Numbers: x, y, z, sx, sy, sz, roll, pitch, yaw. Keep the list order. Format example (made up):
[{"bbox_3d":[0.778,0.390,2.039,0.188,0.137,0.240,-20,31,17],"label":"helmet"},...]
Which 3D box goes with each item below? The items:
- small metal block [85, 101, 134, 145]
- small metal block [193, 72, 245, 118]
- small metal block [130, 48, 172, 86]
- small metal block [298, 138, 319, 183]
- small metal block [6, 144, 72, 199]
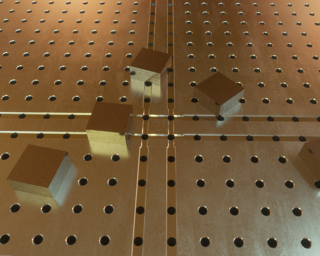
[{"bbox_3d":[-0.065,-0.007,0.413,0.050,0.025,0.050,6,50,5],"label":"small metal block"},{"bbox_3d":[0.085,-0.050,0.450,0.050,0.025,0.050,-34,58,-25],"label":"small metal block"},{"bbox_3d":[-0.014,-0.097,0.490,0.050,0.025,0.050,16,52,13],"label":"small metal block"},{"bbox_3d":[0.209,0.038,0.377,0.050,0.025,0.050,-15,52,-13],"label":"small metal block"},{"bbox_3d":[-0.140,0.050,0.365,0.050,0.025,0.050,10,51,8],"label":"small metal block"}]
